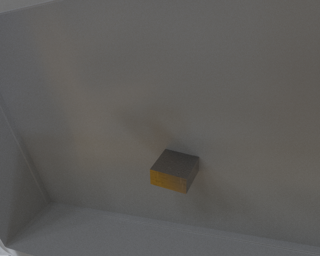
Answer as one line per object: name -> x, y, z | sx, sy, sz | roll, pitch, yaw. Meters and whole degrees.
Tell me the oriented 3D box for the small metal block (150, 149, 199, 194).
small metal block -> 0.021, 0.057, 0.416 | 0.050, 0.050, 0.025 | 12, 123, 21
